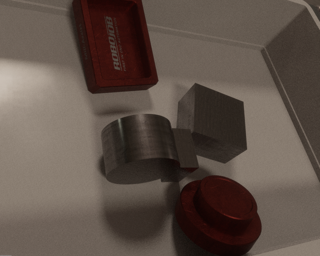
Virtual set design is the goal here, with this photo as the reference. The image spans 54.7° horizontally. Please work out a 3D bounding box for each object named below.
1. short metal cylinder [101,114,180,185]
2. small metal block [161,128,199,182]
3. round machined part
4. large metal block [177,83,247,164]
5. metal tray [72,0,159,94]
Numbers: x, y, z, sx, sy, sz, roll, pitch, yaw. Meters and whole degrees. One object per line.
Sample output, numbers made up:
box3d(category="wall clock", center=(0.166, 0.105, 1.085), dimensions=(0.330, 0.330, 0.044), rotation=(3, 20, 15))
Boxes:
box3d(category="short metal cylinder", center=(-0.022, 0.026, 0.344), dimensions=(0.081, 0.080, 0.050), rotation=(2, 61, -28))
box3d(category="small metal block", center=(0.019, 0.034, 0.381), dimensions=(0.025, 0.050, 0.050), rotation=(4, 60, -27))
box3d(category="round machined part", center=(0.070, 0.092, 0.353), dimensions=(0.099, 0.042, 0.098), rotation=(15, 29, -8))
box3d(category="large metal block", center=(0.071, -0.005, 0.433), dimensions=(0.081, 0.050, 0.080), rotation=(18, 55, -18))
box3d(category="metal tray", center=(-0.059, -0.115, 0.416), dimensions=(0.091, 0.030, 0.129), rotation=(-9, 84, -32))
